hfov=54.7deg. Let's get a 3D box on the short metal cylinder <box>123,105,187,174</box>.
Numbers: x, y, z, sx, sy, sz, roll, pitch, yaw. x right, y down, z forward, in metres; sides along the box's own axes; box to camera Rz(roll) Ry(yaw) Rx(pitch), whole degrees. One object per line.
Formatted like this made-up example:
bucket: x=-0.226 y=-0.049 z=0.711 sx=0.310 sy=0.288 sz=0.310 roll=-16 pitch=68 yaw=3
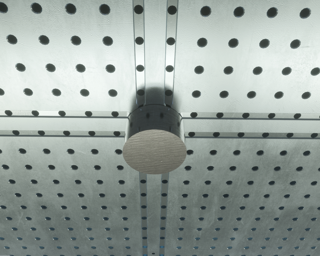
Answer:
short metal cylinder: x=-0.007 y=0.016 z=0.408 sx=0.081 sy=0.050 sz=0.079 roll=0 pitch=130 yaw=0
